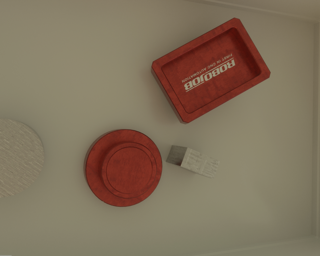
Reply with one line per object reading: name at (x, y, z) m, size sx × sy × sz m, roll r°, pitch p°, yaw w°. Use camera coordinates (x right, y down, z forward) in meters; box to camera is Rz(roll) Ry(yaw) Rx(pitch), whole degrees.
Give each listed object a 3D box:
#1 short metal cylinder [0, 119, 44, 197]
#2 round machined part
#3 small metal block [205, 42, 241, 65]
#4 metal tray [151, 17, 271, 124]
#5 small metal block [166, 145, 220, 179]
short metal cylinder at (-0.168, 0.030, 0.335) m, size 0.081 × 0.050 × 0.079 m, roll 0°, pitch 90°, yaw -21°
round machined part at (-0.043, 0.050, 0.387) m, size 0.099 × 0.042 × 0.097 m, roll 0°, pitch 90°, yaw -21°
small metal block at (0.090, -0.089, 0.445) m, size 0.050 × 0.025 × 0.050 m, roll 12°, pitch 86°, yaw -20°
metal tray at (0.065, -0.074, 0.408) m, size 0.131 × 0.030 × 0.090 m, roll -29°, pitch 89°, yaw -4°
small metal block at (0.043, 0.045, 0.414) m, size 0.050 × 0.050 × 0.025 m, roll 23°, pitch 82°, yaw -19°
